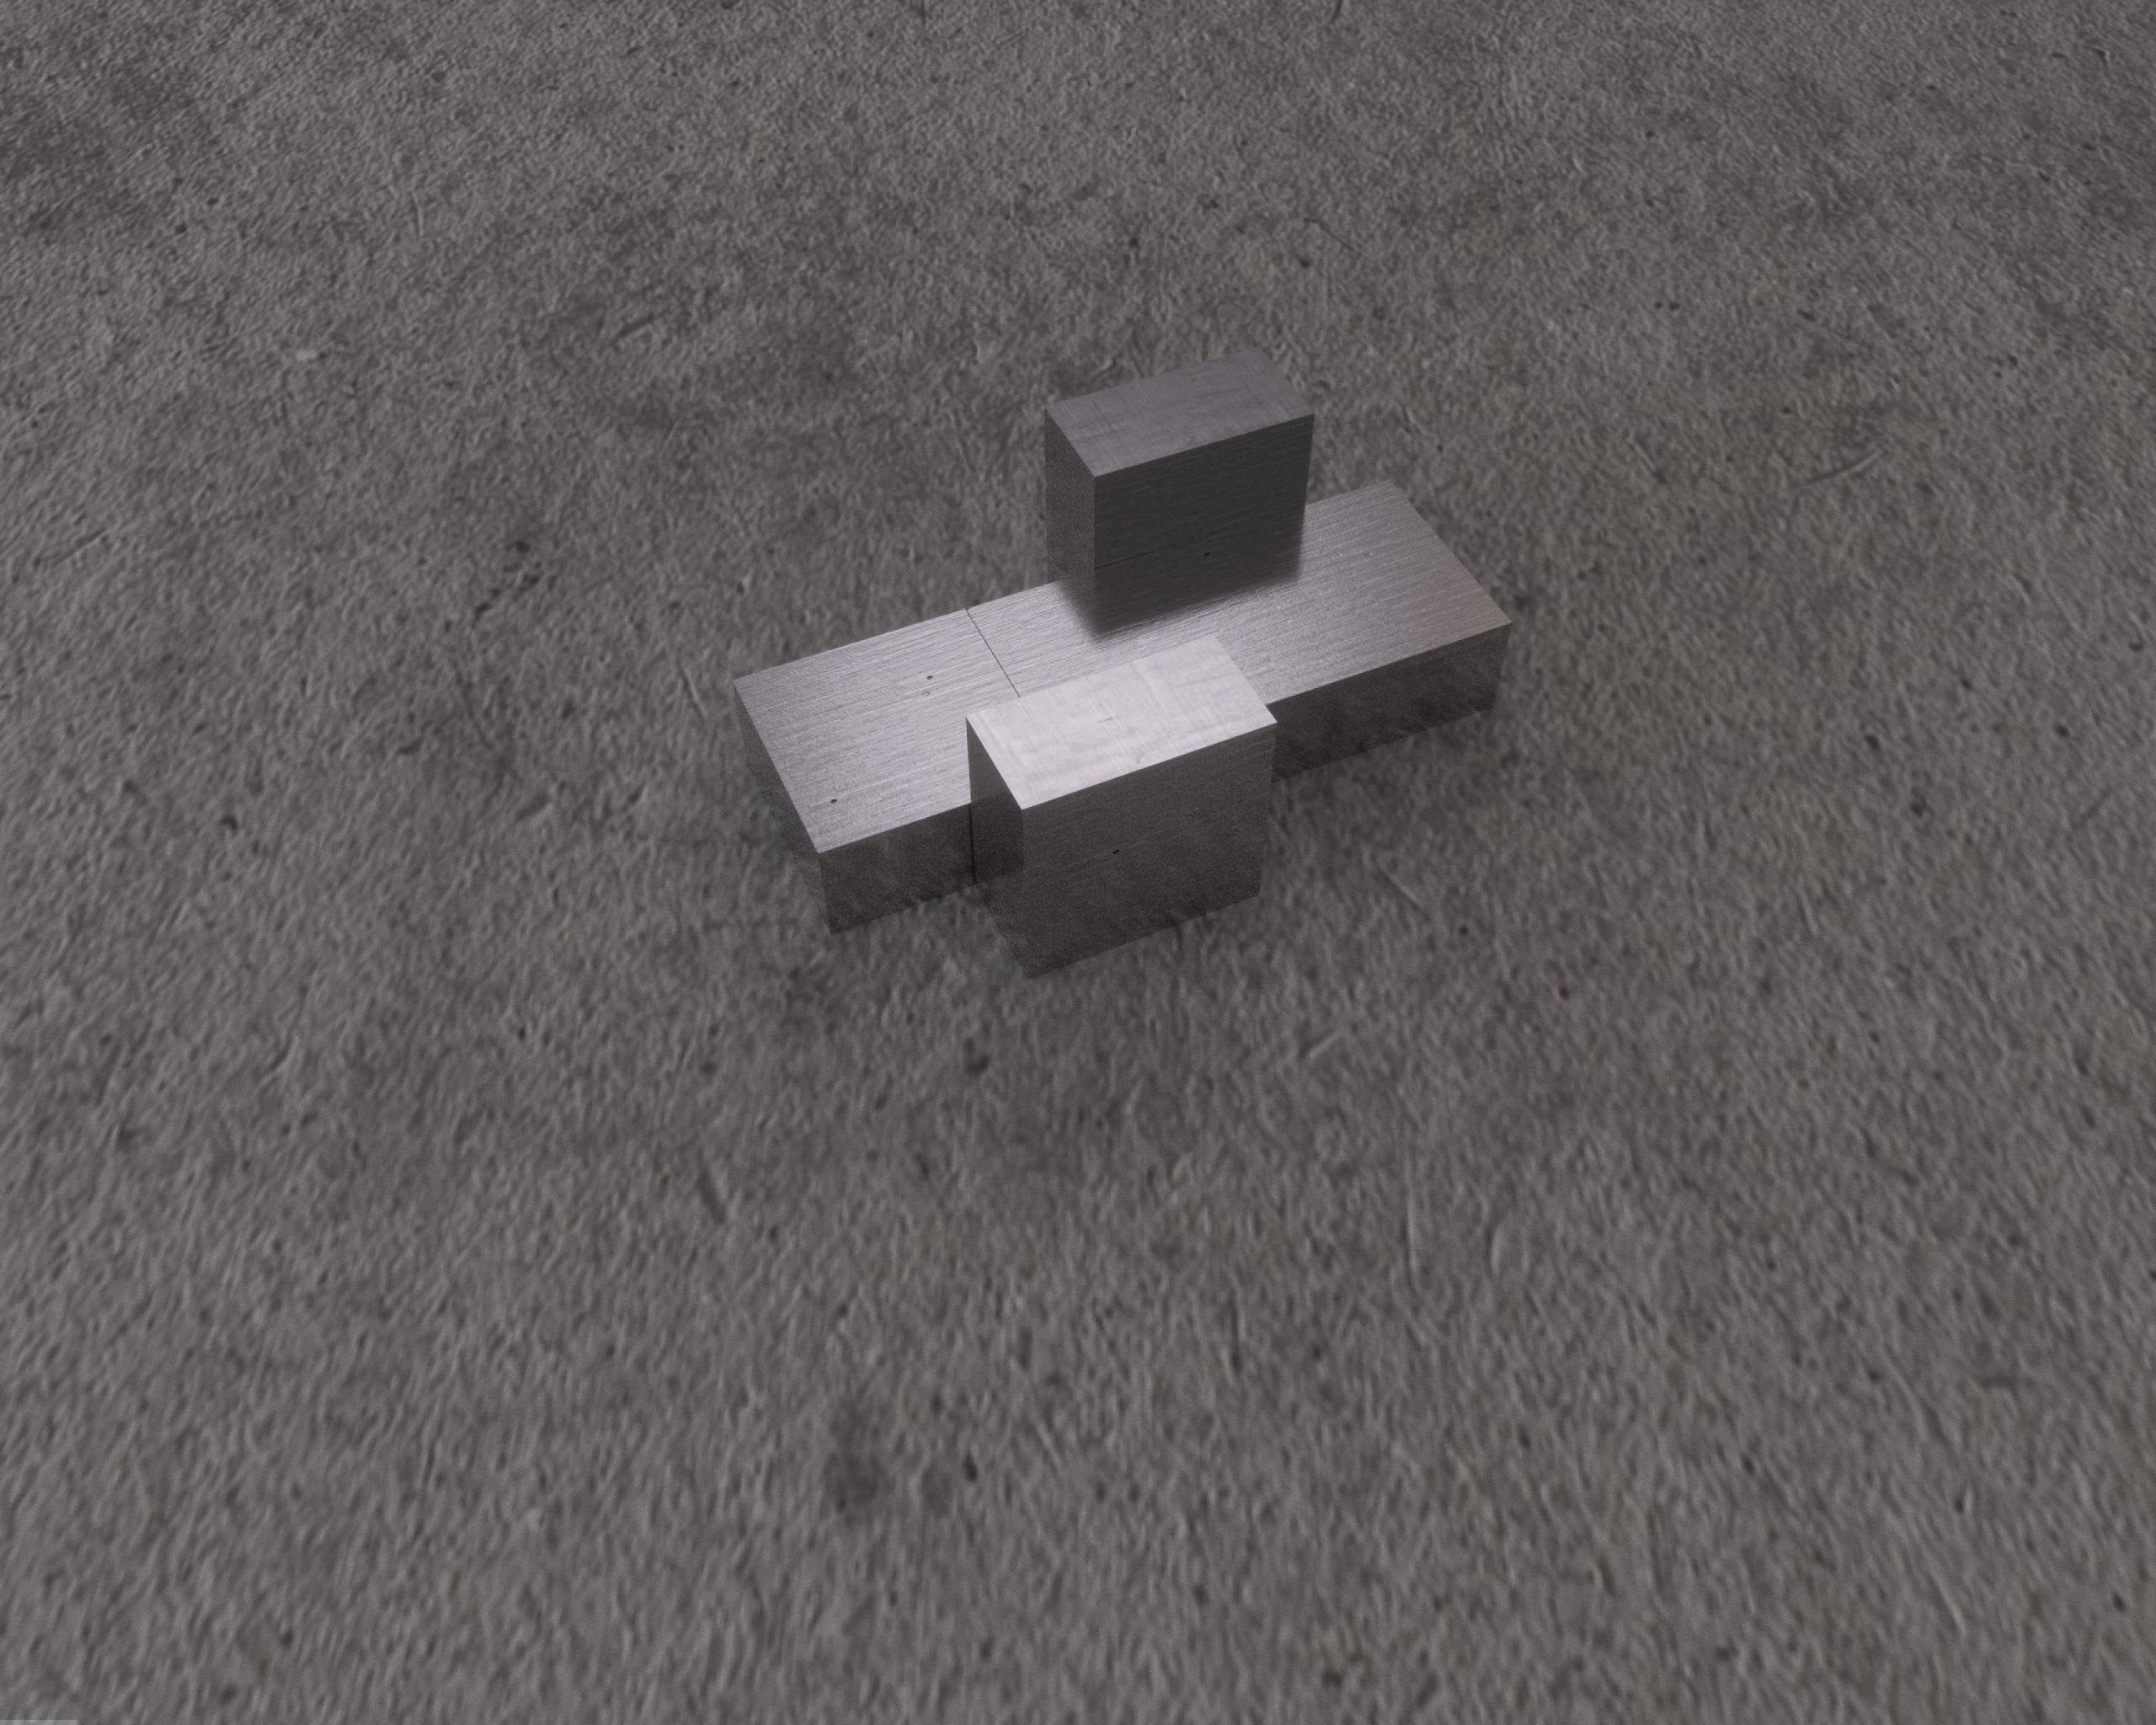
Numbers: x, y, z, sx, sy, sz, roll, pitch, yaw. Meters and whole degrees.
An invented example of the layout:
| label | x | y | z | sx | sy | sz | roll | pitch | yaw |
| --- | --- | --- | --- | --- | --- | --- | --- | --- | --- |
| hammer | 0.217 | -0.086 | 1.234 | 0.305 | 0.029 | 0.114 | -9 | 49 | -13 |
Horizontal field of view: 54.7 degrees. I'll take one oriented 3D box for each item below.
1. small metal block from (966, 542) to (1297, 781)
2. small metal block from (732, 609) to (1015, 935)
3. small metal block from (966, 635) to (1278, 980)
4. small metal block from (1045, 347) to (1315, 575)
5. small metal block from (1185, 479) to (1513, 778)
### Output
| label | x | y | z | sx | sy | sz | roll | pitch | yaw |
| --- | --- | --- | --- | --- | --- | --- | --- | --- | --- |
| small metal block | 0.010 | -0.035 | 0.432 | 0.050 | 0.025 | 0.050 | -19 | 53 | -16 |
| small metal block | -0.036 | -0.019 | 0.419 | 0.050 | 0.025 | 0.050 | -19 | 53 | -16 |
| small metal block | 0.008 | -0.010 | 0.395 | 0.050 | 0.050 | 0.025 | -20 | 53 | -16 |
| small metal block | 0.021 | -0.078 | 0.453 | 0.050 | 0.050 | 0.025 | -19 | 53 | -15 |
| small metal block | 0.056 | -0.051 | 0.446 | 0.050 | 0.025 | 0.050 | -19 | 53 | -16 |
